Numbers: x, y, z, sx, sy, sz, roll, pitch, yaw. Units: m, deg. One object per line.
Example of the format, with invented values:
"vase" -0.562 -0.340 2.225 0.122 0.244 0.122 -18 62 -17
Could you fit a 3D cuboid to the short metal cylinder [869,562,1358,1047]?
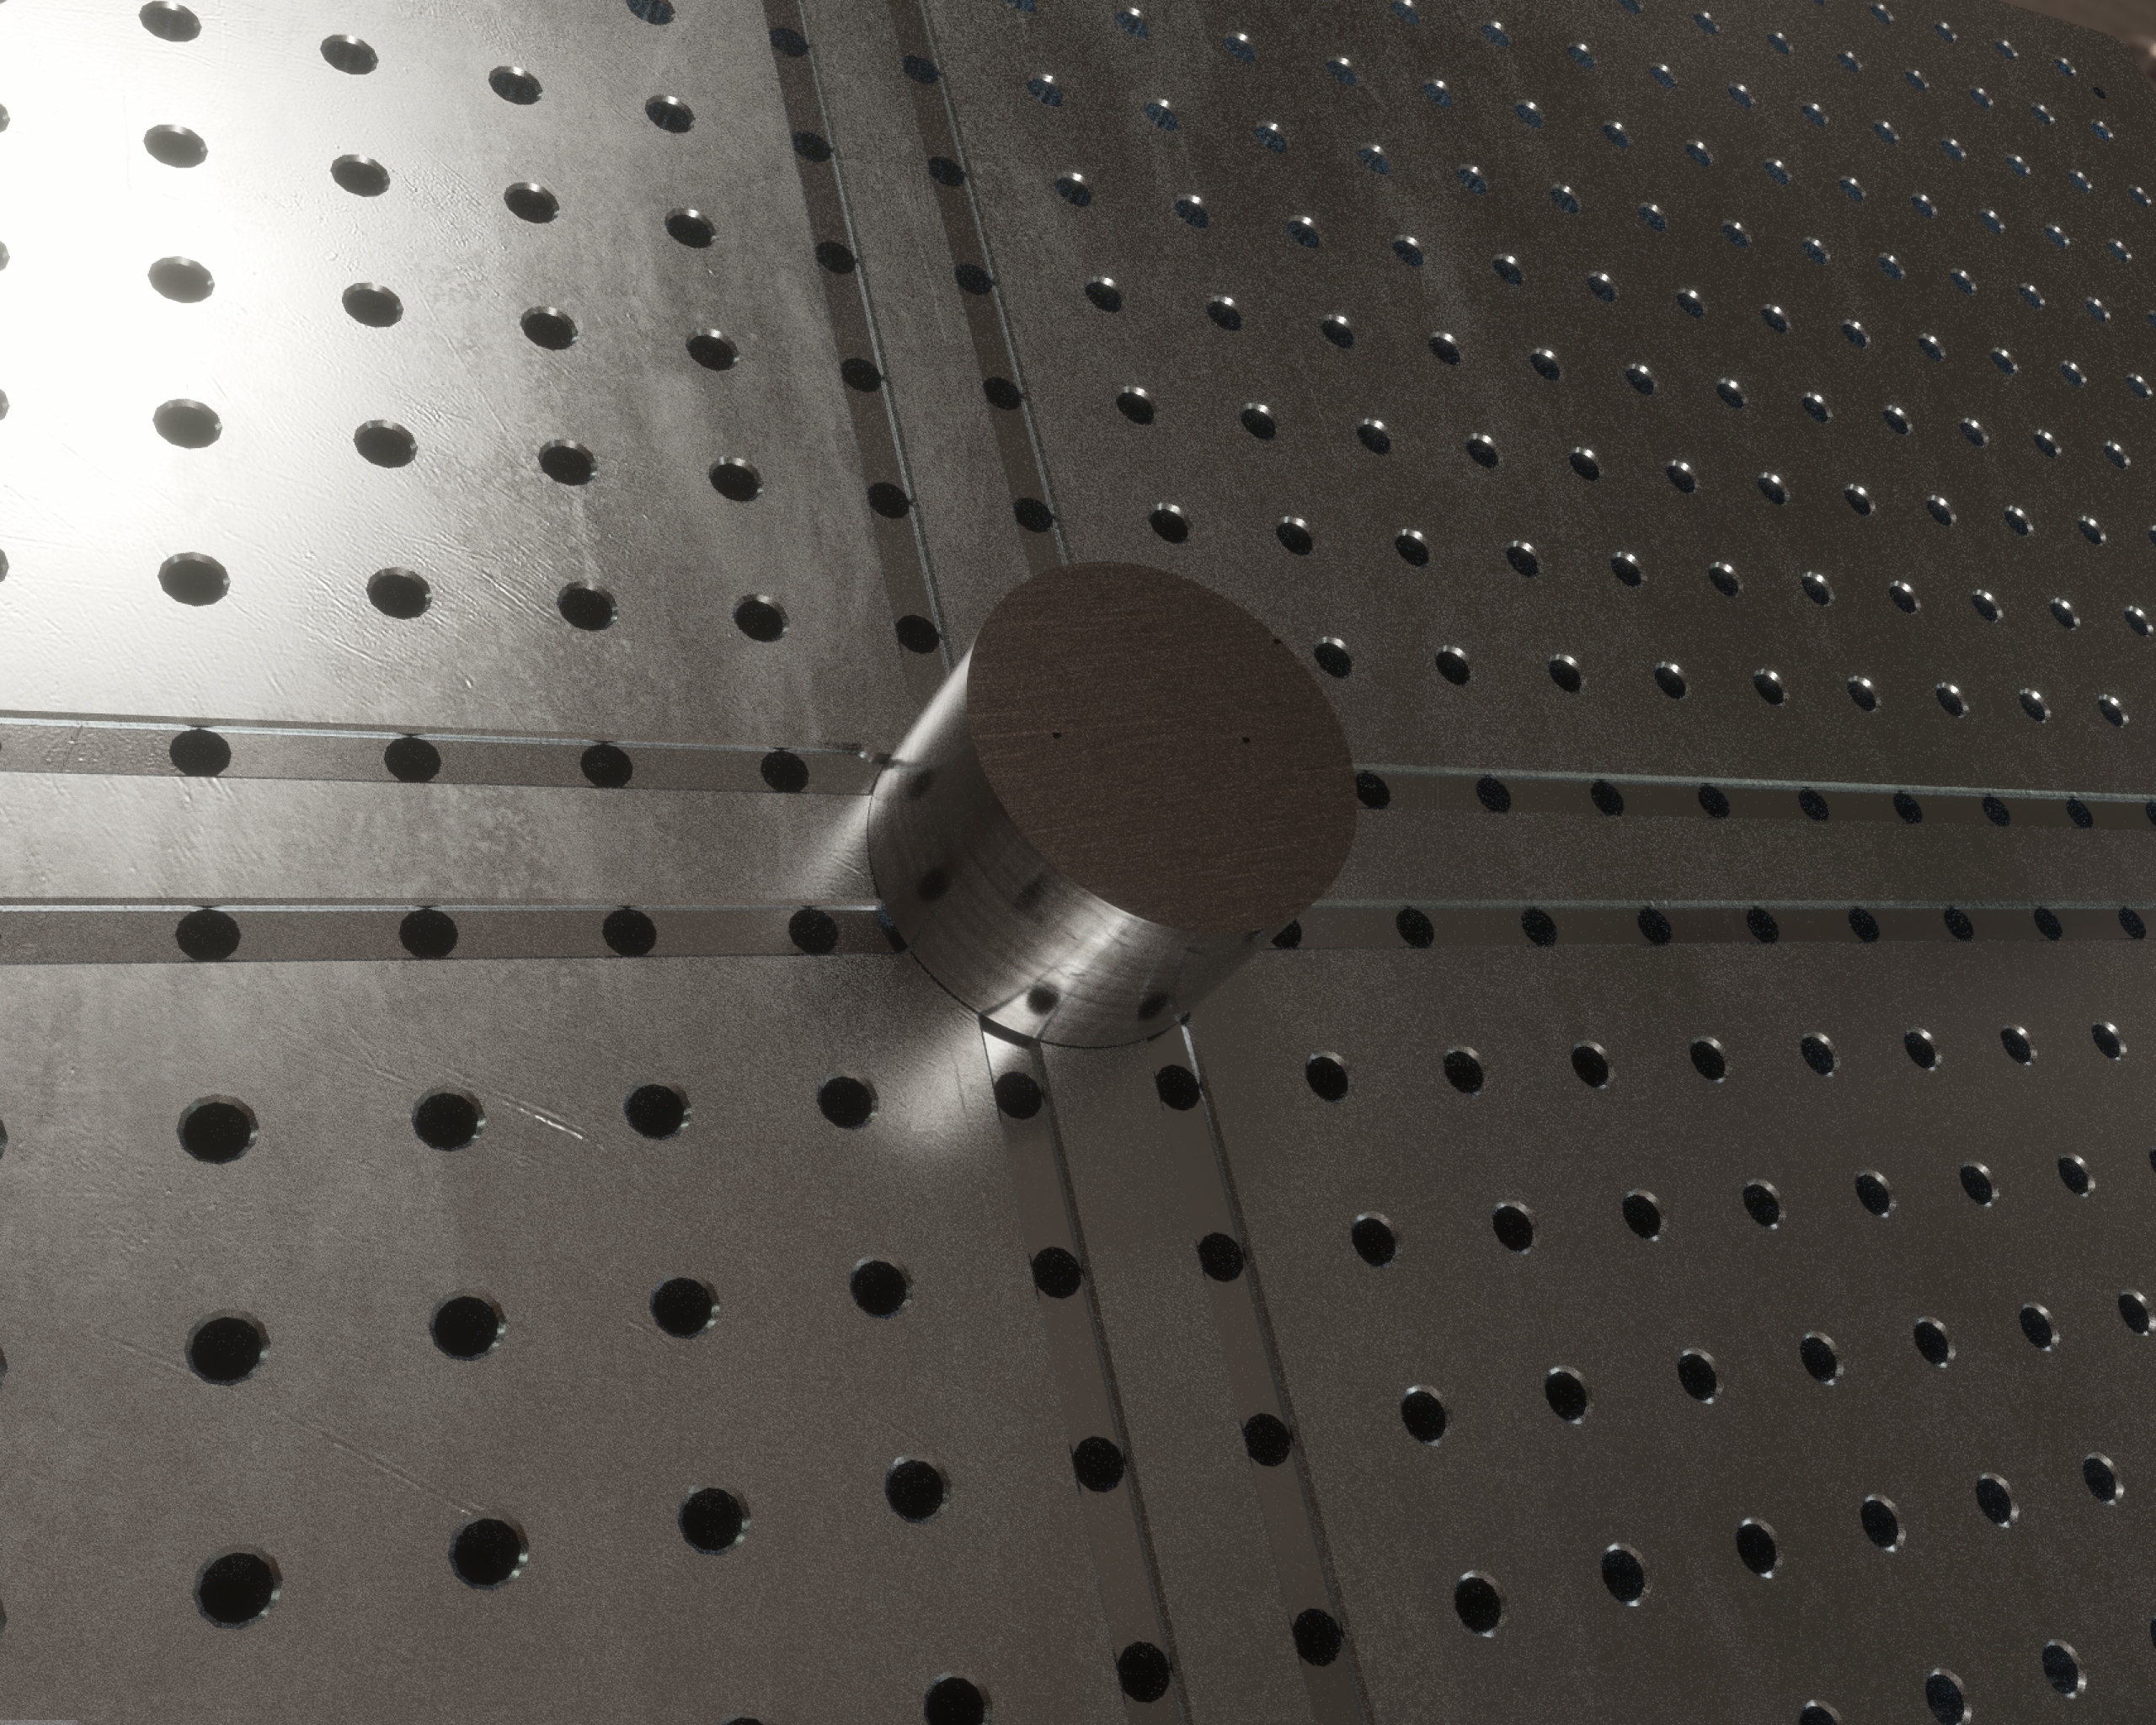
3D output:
"short metal cylinder" 0.006 -0.011 0.403 0.081 0.050 0.080 14 56 -21
